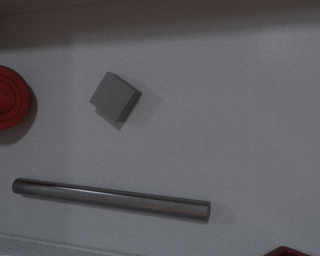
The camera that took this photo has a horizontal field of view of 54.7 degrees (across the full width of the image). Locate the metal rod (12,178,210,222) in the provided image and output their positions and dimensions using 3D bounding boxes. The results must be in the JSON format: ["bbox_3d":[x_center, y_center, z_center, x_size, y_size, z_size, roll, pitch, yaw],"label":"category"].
[{"bbox_3d":[-0.081,0.098,0.437,0.301,0.025,0.025,3,91,19],"label":"metal rod"}]

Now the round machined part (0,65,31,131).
[{"bbox_3d":[-0.249,-0.048,0.470,0.099,0.042,0.097,-4,104,-16],"label":"round machined part"}]

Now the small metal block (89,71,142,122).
[{"bbox_3d":[-0.062,-0.043,0.431,0.050,0.025,0.050,37,101,16],"label":"small metal block"}]

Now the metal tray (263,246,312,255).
[{"bbox_3d":[0.158,0.160,0.294,0.130,0.091,0.030,8,95,45],"label":"metal tray"}]
